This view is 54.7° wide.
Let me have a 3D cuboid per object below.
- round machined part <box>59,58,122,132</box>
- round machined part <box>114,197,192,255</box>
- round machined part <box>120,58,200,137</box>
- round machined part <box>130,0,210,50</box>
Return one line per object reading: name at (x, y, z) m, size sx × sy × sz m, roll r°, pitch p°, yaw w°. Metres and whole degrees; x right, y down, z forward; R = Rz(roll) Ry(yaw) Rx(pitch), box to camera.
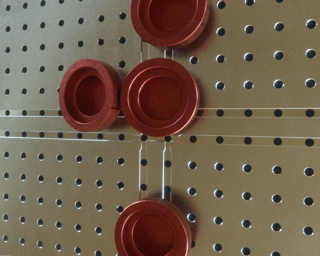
round machined part at (-0.089, -0.043, 0.427) m, size 0.098 × 0.042 × 0.097 m, roll 0°, pitch 90°, yaw 31°
round machined part at (-0.006, 0.139, 0.405) m, size 0.098 × 0.042 × 0.097 m, roll 0°, pitch 90°, yaw 19°
round machined part at (0.002, -0.038, 0.399) m, size 0.098 × 0.042 × 0.097 m, roll 0°, pitch 91°, yaw 14°
round machined part at (0.015, -0.148, 0.397) m, size 0.098 × 0.042 × 0.097 m, roll 0°, pitch 90°, yaw 19°
